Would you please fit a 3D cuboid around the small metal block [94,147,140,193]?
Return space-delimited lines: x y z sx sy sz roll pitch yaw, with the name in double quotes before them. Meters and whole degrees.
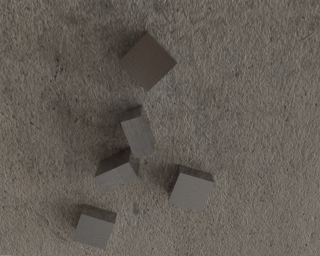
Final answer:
"small metal block" -0.056 0.054 0.416 0.050 0.050 0.025 -25 108 9

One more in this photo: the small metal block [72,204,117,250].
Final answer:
"small metal block" -0.097 0.148 0.463 0.050 0.025 0.050 19 109 -7

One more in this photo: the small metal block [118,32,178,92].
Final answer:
"small metal block" -0.015 -0.082 0.379 0.050 0.025 0.050 -43 105 14

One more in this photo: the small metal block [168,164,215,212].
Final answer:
"small metal block" 0.043 0.085 0.442 0.050 0.025 0.050 17 109 -7

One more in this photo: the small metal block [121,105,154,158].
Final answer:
"small metal block" -0.027 0.003 0.397 0.025 0.050 0.050 -17 109 6
